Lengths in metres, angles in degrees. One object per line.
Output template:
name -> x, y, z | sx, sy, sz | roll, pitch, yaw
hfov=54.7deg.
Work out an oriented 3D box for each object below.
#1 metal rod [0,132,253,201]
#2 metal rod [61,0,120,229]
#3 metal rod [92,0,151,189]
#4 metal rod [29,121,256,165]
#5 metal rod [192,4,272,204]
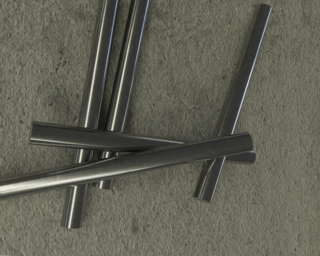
metal rod -> -0.039, 0.043, 0.356 | 0.302, 0.025, 0.025 | -10, 94, -9
metal rod -> -0.083, -0.031, 0.378 | 0.025, 0.025, 0.298 | 10, 87, -20
metal rod -> -0.042, -0.073, 0.393 | 0.025, 0.025, 0.298 | 12, 86, -20
metal rod -> 0.000, 0.023, 0.388 | 0.302, 0.025, 0.025 | 8, 88, -27
metal rod -> 0.104, -0.045, 0.423 | 0.025, 0.025, 0.299 | 27, 72, -18
